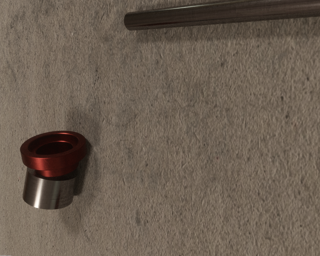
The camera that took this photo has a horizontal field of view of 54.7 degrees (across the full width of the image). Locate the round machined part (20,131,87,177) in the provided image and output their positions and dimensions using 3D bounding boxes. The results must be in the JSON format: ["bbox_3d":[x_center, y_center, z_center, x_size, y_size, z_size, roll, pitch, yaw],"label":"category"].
[{"bbox_3d":[-0.167,0.043,0.496,0.098,0.099,0.042,20,120,38],"label":"round machined part"}]

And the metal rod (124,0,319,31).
[{"bbox_3d":[0.073,-0.129,0.342,0.300,0.025,0.025,11,97,39],"label":"metal rod"}]

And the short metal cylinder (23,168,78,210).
[{"bbox_3d":[-0.182,0.093,0.515,0.080,0.081,0.050,24,106,37],"label":"short metal cylinder"}]
